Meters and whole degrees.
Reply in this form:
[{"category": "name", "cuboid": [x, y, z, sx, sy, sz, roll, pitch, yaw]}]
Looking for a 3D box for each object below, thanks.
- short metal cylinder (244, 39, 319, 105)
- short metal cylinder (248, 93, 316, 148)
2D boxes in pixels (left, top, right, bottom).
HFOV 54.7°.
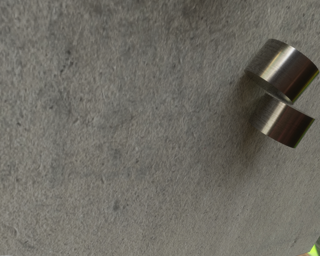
[{"category": "short metal cylinder", "cuboid": [0.161, -0.075, 0.416, 0.080, 0.080, 0.050, 30, 102, -38]}, {"category": "short metal cylinder", "cuboid": [0.182, -0.012, 0.466, 0.081, 0.080, 0.050, 16, 110, -35]}]
